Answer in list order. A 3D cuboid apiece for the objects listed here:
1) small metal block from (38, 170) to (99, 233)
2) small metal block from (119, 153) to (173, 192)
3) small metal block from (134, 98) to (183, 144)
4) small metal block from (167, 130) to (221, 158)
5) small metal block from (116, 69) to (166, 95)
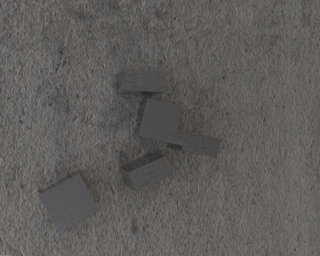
[{"bbox_3d":[-0.109,0.086,0.369,0.050,0.025,0.050,-29,100,-18],"label":"small metal block"},{"bbox_3d":[-0.019,0.054,0.389,0.050,0.050,0.025,-23,98,-19],"label":"small metal block"},{"bbox_3d":[-0.003,-0.009,0.408,0.050,0.025,0.050,13,86,-20],"label":"small metal block"},{"bbox_3d":[0.044,0.020,0.412,0.050,0.050,0.025,14,86,-20],"label":"small metal block"},{"bbox_3d":[-0.025,-0.056,0.386,0.050,0.050,0.025,0,91,-20],"label":"small metal block"}]
